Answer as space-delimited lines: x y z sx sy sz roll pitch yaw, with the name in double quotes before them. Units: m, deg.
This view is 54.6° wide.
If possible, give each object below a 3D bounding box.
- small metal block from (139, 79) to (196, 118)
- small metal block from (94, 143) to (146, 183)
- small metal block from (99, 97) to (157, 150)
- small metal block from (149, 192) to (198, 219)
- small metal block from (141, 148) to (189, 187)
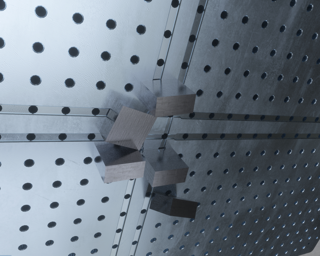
"small metal block" 0.008 -0.038 0.375 0.050 0.050 0.025 -8 122 -24
"small metal block" -0.052 0.041 0.391 0.050 0.050 0.025 -5 121 -26
"small metal block" -0.040 -0.005 0.386 0.050 0.025 0.050 18 109 -35
"small metal block" 0.021 0.119 0.475 0.050 0.050 0.025 18 79 -35
"small metal block" 0.004 0.053 0.429 0.050 0.050 0.025 -3 120 -27
